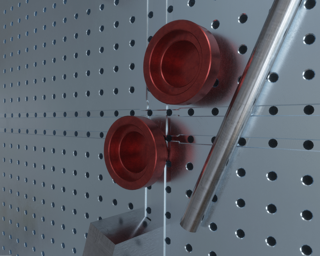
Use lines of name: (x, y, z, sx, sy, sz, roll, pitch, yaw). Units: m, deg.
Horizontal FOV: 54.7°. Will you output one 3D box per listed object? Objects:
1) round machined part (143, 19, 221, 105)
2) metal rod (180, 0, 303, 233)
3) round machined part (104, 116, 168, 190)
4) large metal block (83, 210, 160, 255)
round machined part: (0.030, -0.076, 0.374, 0.098, 0.042, 0.097, 0, 90, 40)
metal rod: (0.085, -0.015, 0.338, 0.025, 0.025, 0.298, 32, 110, 35)
round machined part: (-0.028, 0.032, 0.422, 0.098, 0.042, 0.097, 0, 90, 40)
large metal block: (-0.055, 0.166, 0.419, 0.050, 0.081, 0.079, 25, 106, 37)
